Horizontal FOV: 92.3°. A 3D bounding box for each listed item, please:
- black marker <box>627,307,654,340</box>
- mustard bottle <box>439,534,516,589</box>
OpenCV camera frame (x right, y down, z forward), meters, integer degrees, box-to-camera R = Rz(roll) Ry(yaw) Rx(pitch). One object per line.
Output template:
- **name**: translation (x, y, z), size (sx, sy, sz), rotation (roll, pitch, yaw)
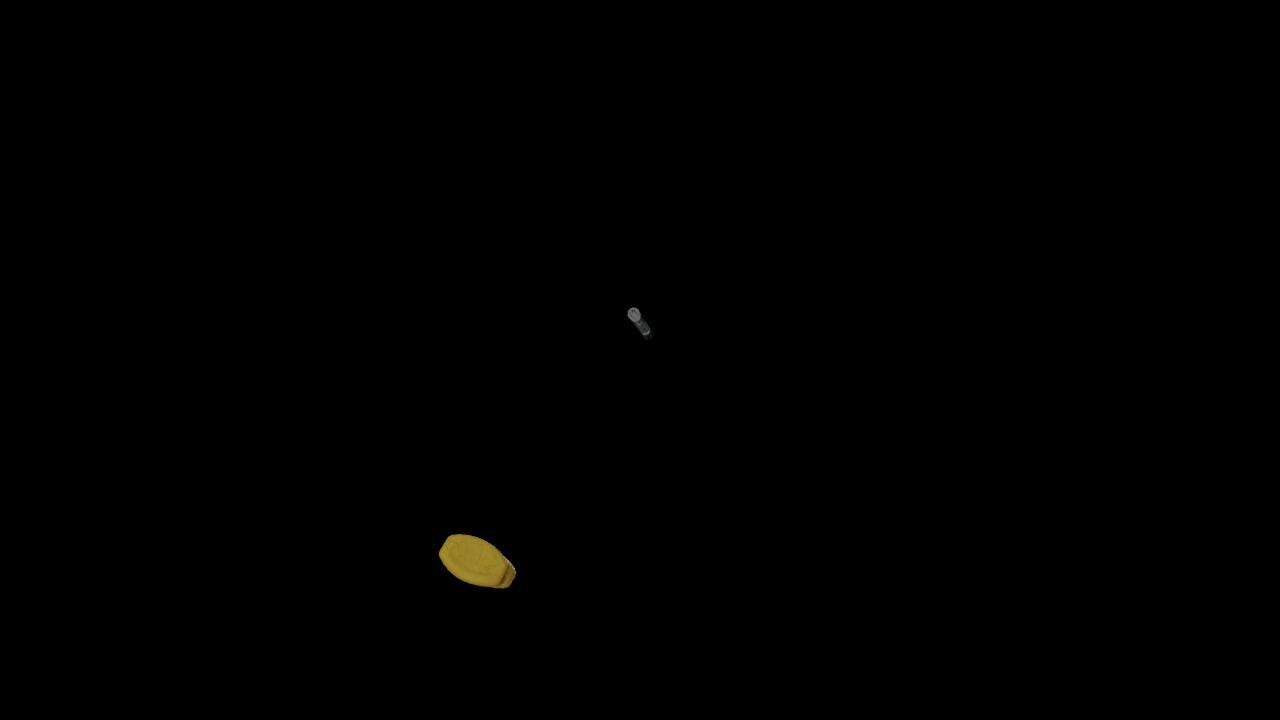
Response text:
- **black marker**: translation (0.003, -0.056, 0.988), size (0.020, 0.020, 0.121), rotation (0, -14, 13)
- **mustard bottle**: translation (-0.216, 0.284, 0.850), size (0.092, 0.054, 0.184), rotation (19, -23, 3)
